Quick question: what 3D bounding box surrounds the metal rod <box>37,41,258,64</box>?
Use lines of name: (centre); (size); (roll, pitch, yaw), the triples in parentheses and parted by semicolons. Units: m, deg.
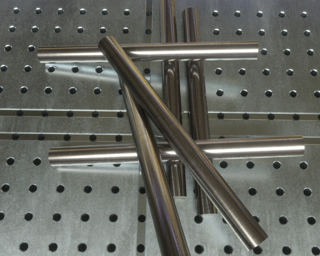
metal rod: (-0.023, -0.104, 0.427); (0.301, 0.025, 0.025); (1, 70, 9)

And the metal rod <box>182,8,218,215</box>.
metal rod: (0.052, -0.036, 0.425); (0.025, 0.025, 0.299); (-2, 70, -1)

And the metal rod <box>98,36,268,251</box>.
metal rod: (0.013, 0.001, 0.356); (0.025, 0.025, 0.300); (-32, 69, -11)

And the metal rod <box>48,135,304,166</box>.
metal rod: (0.012, 0.028, 0.375); (0.301, 0.025, 0.025); (-3, 70, 9)

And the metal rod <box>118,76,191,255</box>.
metal rod: (-0.014, 0.026, 0.348); (0.025, 0.025, 0.300); (-14, 50, -5)

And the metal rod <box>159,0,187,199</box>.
metal rod: (0.016, -0.055, 0.431); (0.025, 0.025, 0.299); (-2, 70, -1)
